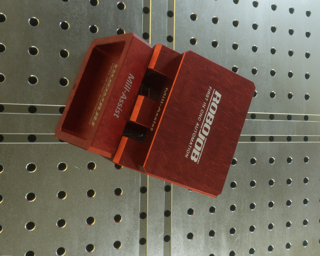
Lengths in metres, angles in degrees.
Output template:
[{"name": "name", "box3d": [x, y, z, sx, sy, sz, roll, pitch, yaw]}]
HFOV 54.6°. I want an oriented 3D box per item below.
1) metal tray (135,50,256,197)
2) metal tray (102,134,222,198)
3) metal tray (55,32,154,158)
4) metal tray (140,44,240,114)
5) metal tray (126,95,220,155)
[{"name": "metal tray", "box3d": [0.039, -0.004, 0.327, 0.090, 0.030, 0.130, 22, 83, -19]}, {"name": "metal tray", "box3d": [0.000, 0.044, 0.377, 0.131, 0.090, 0.030, 22, 83, -19]}, {"name": "metal tray", "box3d": [-0.066, -0.039, 0.351, 0.030, 0.090, 0.130, 26, 81, -40]}, {"name": "metal tray", "box3d": [0.036, -0.055, 0.390, 0.131, 0.090, 0.030, 22, 84, -18]}, {"name": "metal tray", "box3d": [0.016, 0.001, 0.382, 0.131, 0.090, 0.030, 21, 82, -20]}]
